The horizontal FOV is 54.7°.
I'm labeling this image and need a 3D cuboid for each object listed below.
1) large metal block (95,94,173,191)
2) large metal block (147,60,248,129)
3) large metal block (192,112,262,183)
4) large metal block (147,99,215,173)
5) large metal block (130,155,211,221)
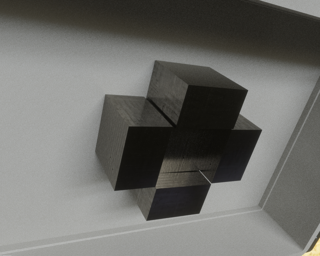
[{"bbox_3d":[-0.035,0.014,0.362,0.050,0.080,0.079,1,118,-29],"label":"large metal block"},{"bbox_3d":[0.041,-0.040,0.368,0.081,0.080,0.050,1,118,-29],"label":"large metal block"},{"bbox_3d":[0.081,0.018,0.427,0.050,0.080,0.079,1,118,-29],"label":"large metal block"},{"bbox_3d":[0.019,0.010,0.406,0.081,0.050,0.079,1,118,-29],"label":"large metal block"},{"bbox_3d":[0.008,0.074,0.421,0.081,0.080,0.050,2,118,-29],"label":"large metal block"}]
